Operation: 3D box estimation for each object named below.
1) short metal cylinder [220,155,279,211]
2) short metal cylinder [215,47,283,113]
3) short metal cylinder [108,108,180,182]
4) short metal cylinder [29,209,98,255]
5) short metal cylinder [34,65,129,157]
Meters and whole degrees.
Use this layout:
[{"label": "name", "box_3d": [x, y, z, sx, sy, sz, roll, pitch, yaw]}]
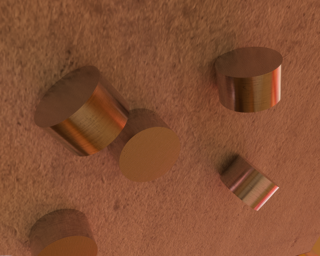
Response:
[{"label": "short metal cylinder", "box_3d": [0.146, 0.089, 0.509, 0.080, 0.080, 0.050, 32, 100, -39]}, {"label": "short metal cylinder", "box_3d": [0.114, -0.063, 0.396, 0.081, 0.080, 0.050, -25, 128, -13]}, {"label": "short metal cylinder", "box_3d": [-0.021, 0.022, 0.394, 0.081, 0.050, 0.079, -14, 125, -21]}, {"label": "short metal cylinder", "box_3d": [-0.130, 0.157, 0.417, 0.081, 0.050, 0.079, -14, 125, -21]}, {"label": "short metal cylinder", "box_3d": [-0.079, -0.018, 0.318, 0.080, 0.080, 0.050, -40, 130, -1]}]
